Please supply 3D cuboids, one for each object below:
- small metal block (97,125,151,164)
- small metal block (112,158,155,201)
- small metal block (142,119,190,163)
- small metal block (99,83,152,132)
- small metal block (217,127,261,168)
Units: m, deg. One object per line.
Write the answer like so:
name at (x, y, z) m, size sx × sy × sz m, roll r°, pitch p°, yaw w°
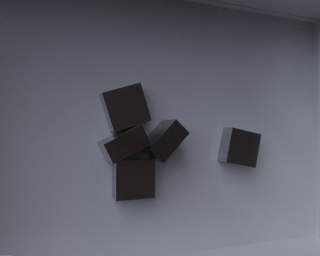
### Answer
small metal block at (-0.046, 0.019, 0.381) m, size 0.050 × 0.050 × 0.025 m, roll -27°, pitch 99°, yaw -18°
small metal block at (-0.034, 0.065, 0.399) m, size 0.050 × 0.025 × 0.050 m, roll 0°, pitch 90°, yaw -20°
small metal block at (0.004, 0.016, 0.400) m, size 0.025 × 0.050 × 0.050 m, roll 45°, pitch 76°, yaw -15°
small metal block at (-0.044, -0.026, 0.395) m, size 0.050 × 0.025 × 0.050 m, roll -18°, pitch 96°, yaw -20°
small metal block at (0.117, 0.029, 0.455) m, size 0.050 × 0.025 × 0.050 m, roll 12°, pitch 86°, yaw -20°
